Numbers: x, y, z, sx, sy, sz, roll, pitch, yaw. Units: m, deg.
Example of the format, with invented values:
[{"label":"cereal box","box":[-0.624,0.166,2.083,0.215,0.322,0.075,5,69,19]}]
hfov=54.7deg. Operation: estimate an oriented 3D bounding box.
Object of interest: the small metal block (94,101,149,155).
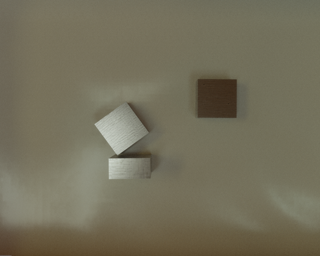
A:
[{"label":"small metal block","box":[-0.049,0.001,0.411,0.050,0.025,0.050,-36,90,0]}]

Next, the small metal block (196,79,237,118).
[{"label":"small metal block","box":[0.074,-0.038,0.412,0.050,0.025,0.050,0,90,0]}]

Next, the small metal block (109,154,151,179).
[{"label":"small metal block","box":[-0.037,0.049,0.398,0.050,0.050,0.025,-1,90,0]}]
